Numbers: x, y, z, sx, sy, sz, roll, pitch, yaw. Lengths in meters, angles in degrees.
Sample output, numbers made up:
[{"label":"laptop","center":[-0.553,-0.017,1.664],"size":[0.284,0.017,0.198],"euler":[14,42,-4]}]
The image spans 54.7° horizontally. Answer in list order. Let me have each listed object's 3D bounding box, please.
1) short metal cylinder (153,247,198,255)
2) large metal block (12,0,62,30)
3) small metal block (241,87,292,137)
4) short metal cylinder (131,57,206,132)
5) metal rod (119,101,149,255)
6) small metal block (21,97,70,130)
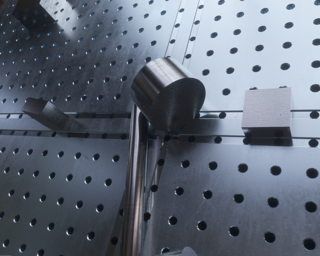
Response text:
[{"label":"short metal cylinder","center":[0.011,0.153,0.273],"size":[0.050,0.080,0.080],"euler":[-22,54,15]},{"label":"large metal block","center":[-0.279,-0.282,0.712],"size":[0.080,0.050,0.080],"euler":[-9,58,23]},{"label":"small metal block","center":[0.123,-0.017,0.354],"size":[0.050,0.025,0.050],"euler":[-1,61,28]},{"label":"short metal cylinder","center":[0.010,-0.042,0.394],"size":[0.080,0.080,0.050],"euler":[-39,51,2]},{"label":"metal rod","center":[-0.030,0.069,0.381],"size":[0.025,0.025,0.299],"euler":[-12,56,21]},{"label":"small metal block","center":[-0.187,-0.023,0.505],"size":[0.050,0.050,0.025],"euler":[12,68,33]}]
